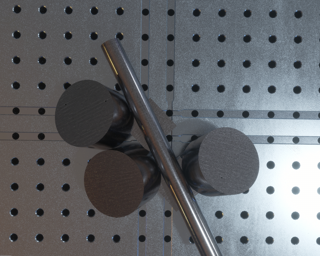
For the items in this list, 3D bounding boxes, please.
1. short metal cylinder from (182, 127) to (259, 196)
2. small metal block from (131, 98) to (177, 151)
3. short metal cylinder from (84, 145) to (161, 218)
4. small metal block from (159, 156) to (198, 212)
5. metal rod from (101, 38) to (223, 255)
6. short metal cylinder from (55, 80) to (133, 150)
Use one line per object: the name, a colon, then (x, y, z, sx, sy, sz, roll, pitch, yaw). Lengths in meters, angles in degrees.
short metal cylinder: (0.074, 0.044, 0.385, 0.081, 0.050, 0.080, 5, 74, -18)
small metal block: (-0.014, -0.004, 0.410, 0.050, 0.025, 0.050, -43, 90, 0)
short metal cylinder: (-0.045, 0.063, 0.383, 0.080, 0.050, 0.079, 2, 95, 22)
small metal block: (0.024, 0.073, 0.410, 0.050, 0.025, 0.050, -40, 90, 0)
metal rod: (0.002, 0.029, 0.384, 0.025, 0.025, 0.299, -26, 90, 0)
short metal cylinder: (-0.080, -0.014, 0.383, 0.080, 0.050, 0.080, -3, 81, 20)
